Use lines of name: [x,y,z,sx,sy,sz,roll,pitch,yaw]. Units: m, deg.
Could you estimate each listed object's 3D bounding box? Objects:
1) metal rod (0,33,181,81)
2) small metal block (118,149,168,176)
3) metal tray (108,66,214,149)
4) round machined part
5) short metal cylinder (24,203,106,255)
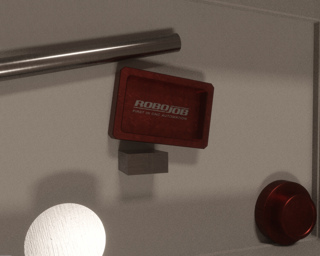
metal rod: [-0.115,-0.081,0.368,0.302,0.025,0.025,-14,95,-20]
small metal block: [-0.022,0.042,0.390,0.050,0.050,0.025,-1,91,-20]
metal tray: [0.003,-0.023,0.410,0.131,0.030,0.089,8,87,-20]
round machined part: [0.200,0.132,0.478,0.099,0.042,0.097,0,90,-21]
short metal cylinder: [-0.103,0.130,0.342,0.081,0.050,0.080,7,57,-11]
